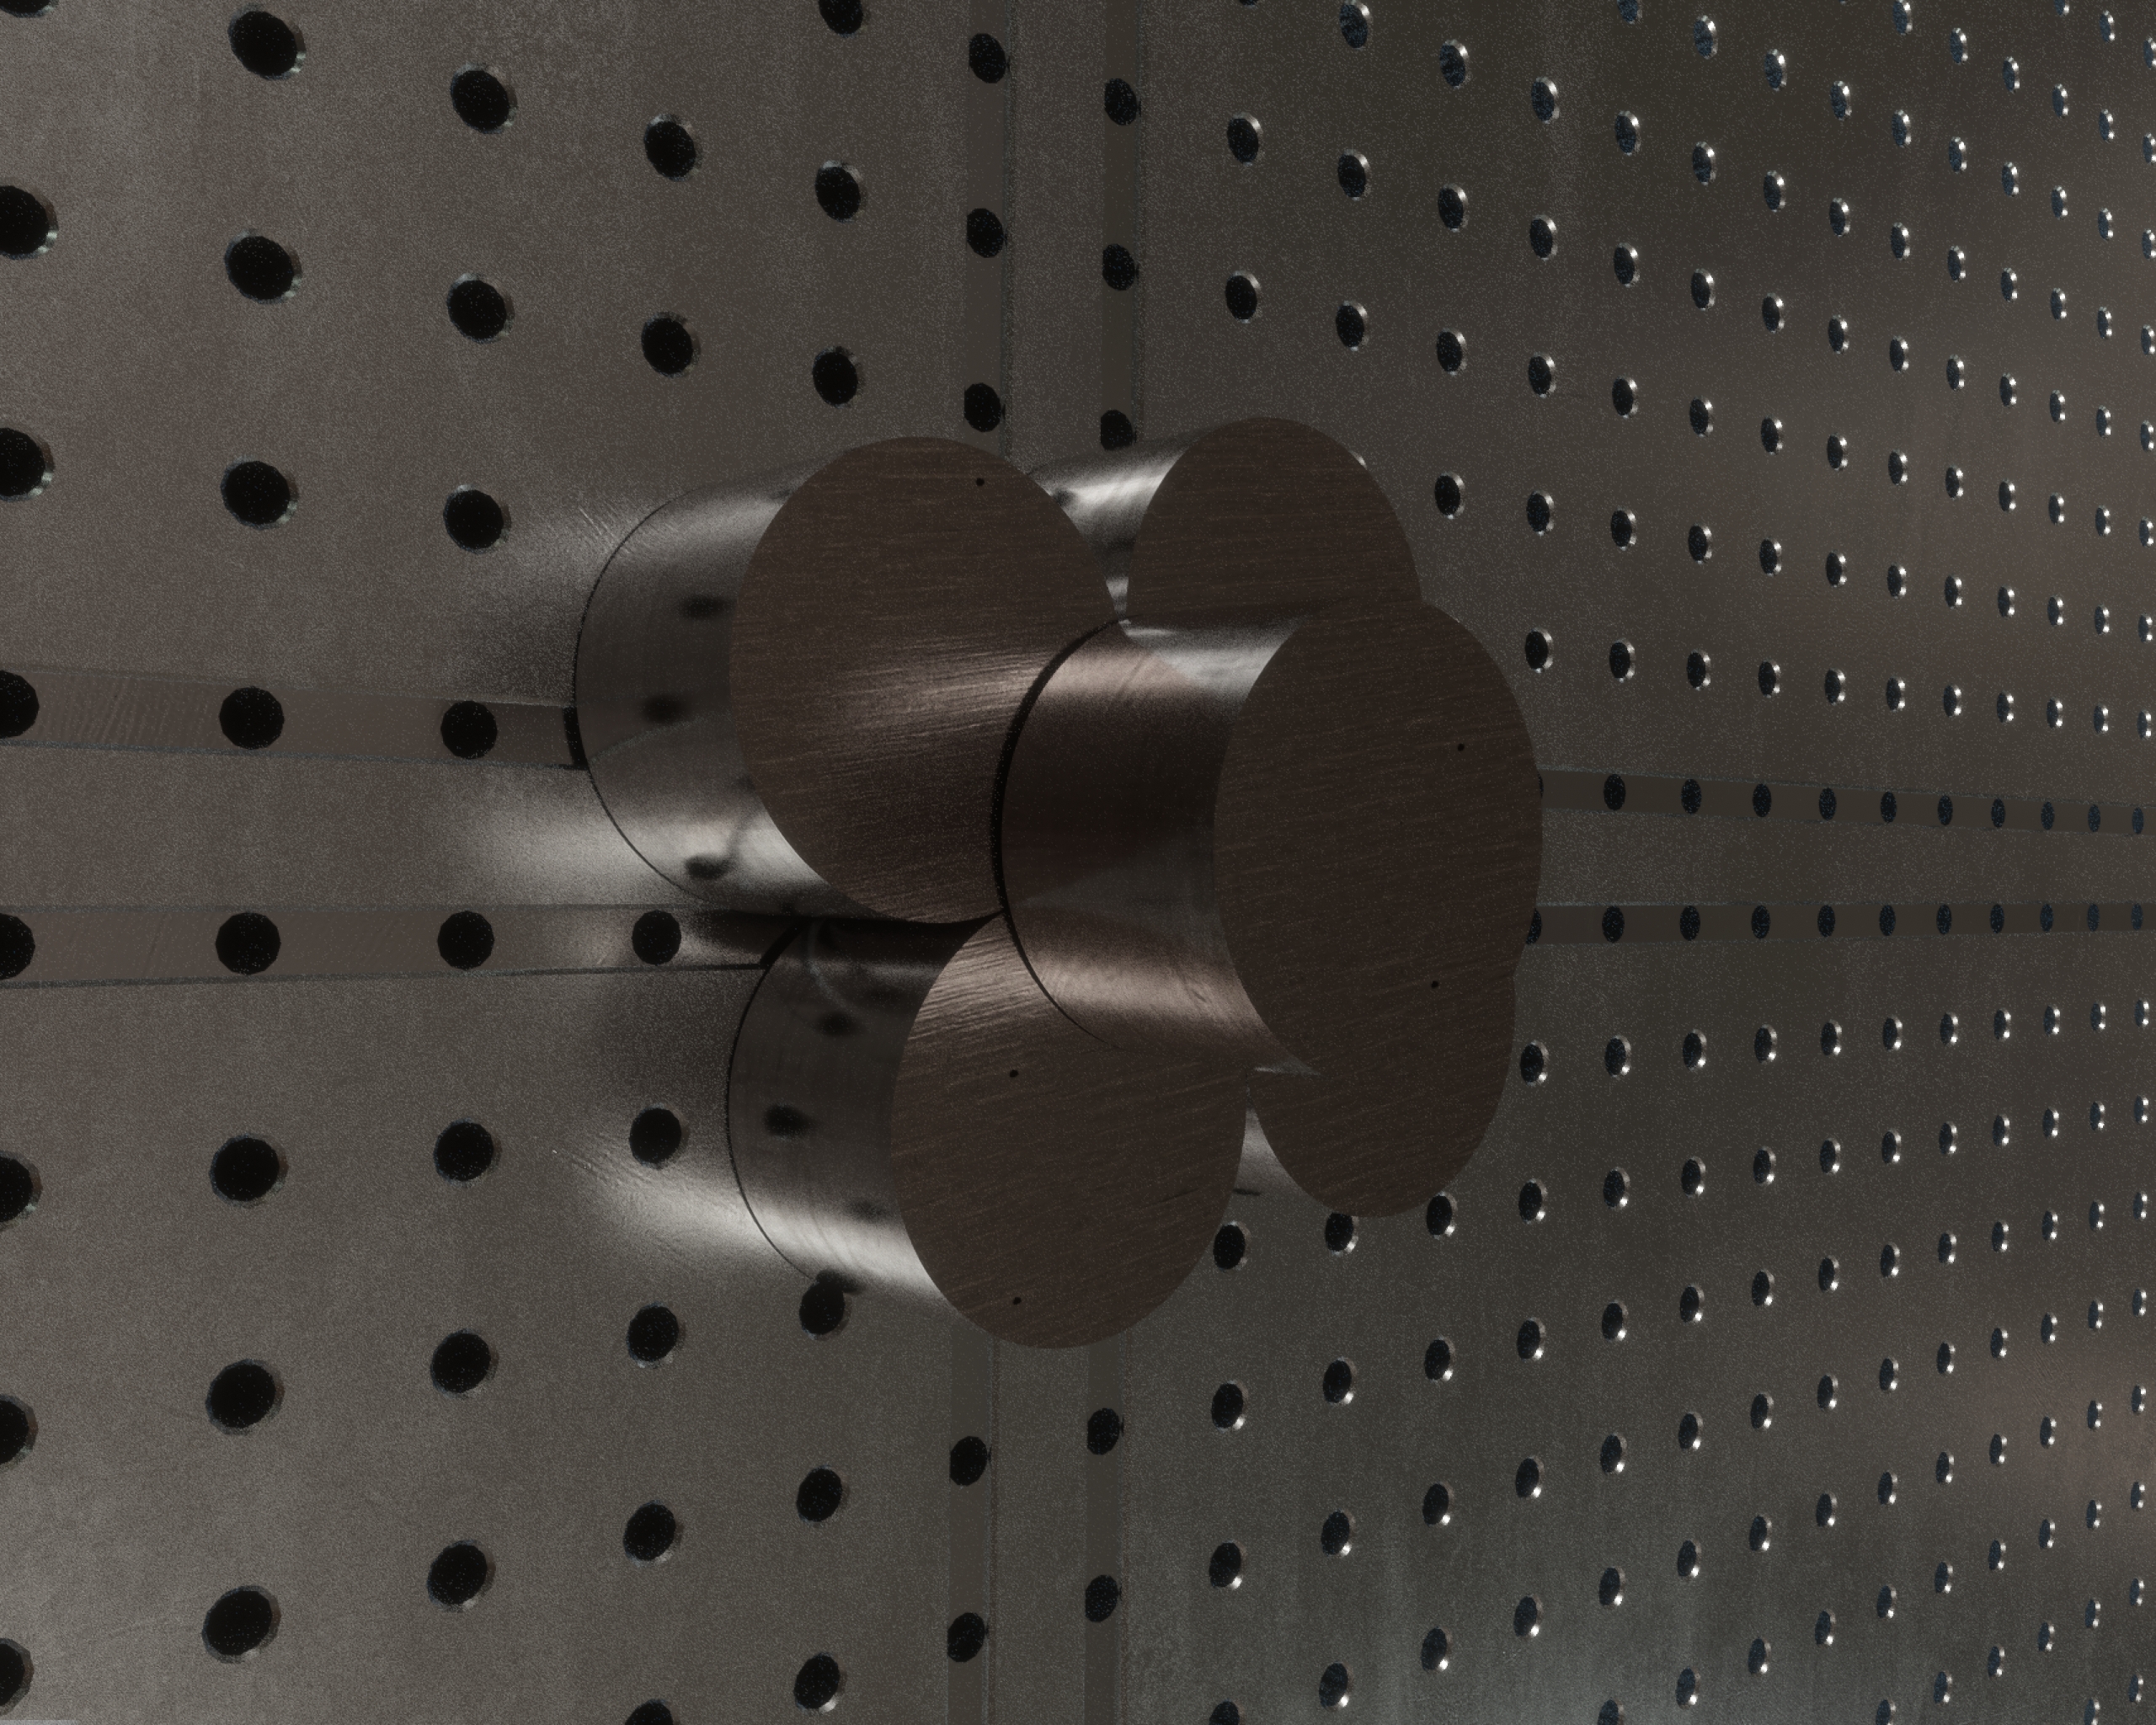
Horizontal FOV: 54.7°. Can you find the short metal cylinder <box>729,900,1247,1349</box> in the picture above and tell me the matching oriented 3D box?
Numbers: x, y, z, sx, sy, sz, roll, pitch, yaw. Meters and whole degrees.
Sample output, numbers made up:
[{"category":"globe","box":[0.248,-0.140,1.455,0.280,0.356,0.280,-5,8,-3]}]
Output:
[{"category":"short metal cylinder","box":[-0.016,0.044,0.381,0.081,0.050,0.079,0,90,-40]}]

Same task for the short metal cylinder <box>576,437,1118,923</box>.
[{"category":"short metal cylinder","box":[-0.038,-0.030,0.361,0.081,0.050,0.079,0,90,-40]}]

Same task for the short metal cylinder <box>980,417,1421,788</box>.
[{"category":"short metal cylinder","box":[0.023,-0.044,0.413,0.081,0.050,0.079,0,90,-40]}]

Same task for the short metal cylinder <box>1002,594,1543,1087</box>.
[{"category":"short metal cylinder","box":[0.034,-0.004,0.356,0.081,0.050,0.079,-2,93,-41]}]

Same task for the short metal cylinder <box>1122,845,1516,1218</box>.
[{"category":"short metal cylinder","box":[0.045,0.030,0.432,0.081,0.050,0.079,0,90,-40]}]
